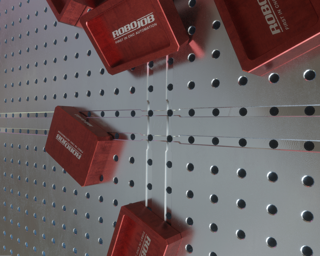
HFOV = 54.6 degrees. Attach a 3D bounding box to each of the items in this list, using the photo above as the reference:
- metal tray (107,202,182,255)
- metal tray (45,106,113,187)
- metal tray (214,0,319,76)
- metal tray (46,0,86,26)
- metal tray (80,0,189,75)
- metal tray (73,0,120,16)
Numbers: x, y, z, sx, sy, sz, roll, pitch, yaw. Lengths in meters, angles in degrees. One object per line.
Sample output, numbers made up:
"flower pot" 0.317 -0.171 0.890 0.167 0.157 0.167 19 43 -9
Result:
"metal tray" -0.030 0.182 0.432 0.090 0.030 0.129 28 107 36
"metal tray" -0.141 0.027 0.525 0.130 0.030 0.089 32 110 35
"metal tray" 0.108 -0.131 0.317 0.090 0.030 0.130 -28 72 36
"metal tray" -0.169 -0.257 0.547 0.090 0.030 0.130 -47 62 30
"metal tray" -0.037 -0.130 0.409 0.130 0.030 0.090 -10 116 39
"metal tray" -0.043 -0.195 0.403 0.130 0.091 0.030 -14 81 39
